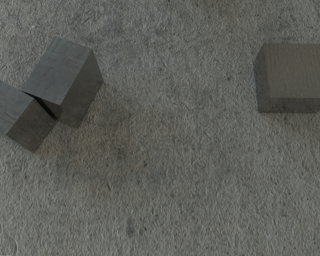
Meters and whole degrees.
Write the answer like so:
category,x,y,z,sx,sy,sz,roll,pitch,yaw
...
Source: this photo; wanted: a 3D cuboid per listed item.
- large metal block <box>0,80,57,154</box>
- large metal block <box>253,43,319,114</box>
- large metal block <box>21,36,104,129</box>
category,x,y,z,sx,sy,sz,roll,pitch,yaw
large metal block,-0.189,-0.018,0.384,0.080,0.080,0.050,28,73,9
large metal block,0.177,-0.066,0.420,0.080,0.050,0.080,1,70,0
large metal block,-0.119,-0.055,0.398,0.050,0.080,0.080,21,71,7
